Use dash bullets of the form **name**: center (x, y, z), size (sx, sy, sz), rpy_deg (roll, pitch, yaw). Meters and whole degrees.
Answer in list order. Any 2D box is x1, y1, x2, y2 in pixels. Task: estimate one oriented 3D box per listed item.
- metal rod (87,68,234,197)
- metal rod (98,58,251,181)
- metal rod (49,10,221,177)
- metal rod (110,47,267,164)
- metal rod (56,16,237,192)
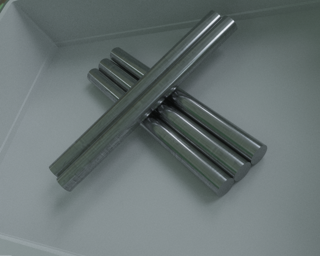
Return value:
- **metal rod**: center (-0.020, -0.012, 0.422), size (0.025, 0.025, 0.300), rpy_deg (-47, 51, -4)
- **metal rod**: center (-0.002, -0.029, 0.422), size (0.025, 0.025, 0.300), rpy_deg (-47, 51, -4)
- **metal rod**: center (-0.030, -0.046, 0.416), size (0.300, 0.025, 0.025), rpy_deg (-44, 51, -3)
- **metal rod**: center (0.017, -0.047, 0.424), size (0.025, 0.025, 0.300), rpy_deg (-46, 51, -4)
- **metal rod**: center (-0.014, -0.033, 0.400), size (0.300, 0.025, 0.025), rpy_deg (-44, 51, -3)
